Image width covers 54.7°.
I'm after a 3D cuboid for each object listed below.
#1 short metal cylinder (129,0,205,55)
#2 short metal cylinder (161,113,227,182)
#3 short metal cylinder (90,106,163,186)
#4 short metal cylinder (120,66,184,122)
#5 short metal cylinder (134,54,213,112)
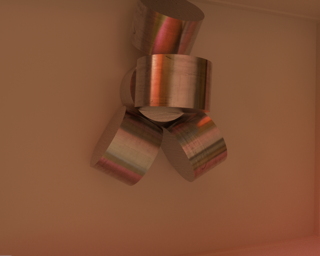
[{"bbox_3d":[0.007,-0.124,0.375,0.081,0.080,0.050,4,131,-20],"label":"short metal cylinder"},{"bbox_3d":[0.039,0.021,0.394,0.050,0.080,0.080,-30,100,-17],"label":"short metal cylinder"},{"bbox_3d":[-0.040,0.021,0.365,0.050,0.080,0.080,31,80,-17],"label":"short metal cylinder"},{"bbox_3d":[-0.005,-0.047,0.392,0.081,0.050,0.080,0,90,-20],"label":"short metal cylinder"},{"bbox_3d":[0.014,-0.044,0.331,0.081,0.080,0.050,3,89,-20],"label":"short metal cylinder"}]
